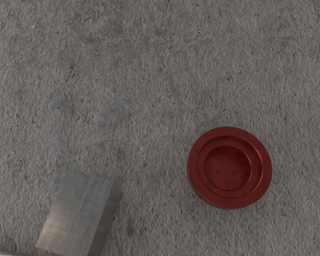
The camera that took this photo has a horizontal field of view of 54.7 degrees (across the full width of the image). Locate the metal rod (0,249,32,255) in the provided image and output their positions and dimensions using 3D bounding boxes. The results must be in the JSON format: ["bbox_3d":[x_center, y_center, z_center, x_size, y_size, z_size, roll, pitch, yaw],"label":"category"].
[{"bbox_3d":[-0.089,0.169,0.345,0.302,0.025,0.025,11,71,4],"label":"metal rod"}]

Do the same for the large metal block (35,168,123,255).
[{"bbox_3d":[-0.083,0.097,0.343,0.050,0.080,0.080,16,71,6],"label":"large metal block"}]

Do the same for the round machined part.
[{"bbox_3d":[0.082,0.051,0.381,0.099,0.042,0.098,0,70,0],"label":"round machined part"}]
